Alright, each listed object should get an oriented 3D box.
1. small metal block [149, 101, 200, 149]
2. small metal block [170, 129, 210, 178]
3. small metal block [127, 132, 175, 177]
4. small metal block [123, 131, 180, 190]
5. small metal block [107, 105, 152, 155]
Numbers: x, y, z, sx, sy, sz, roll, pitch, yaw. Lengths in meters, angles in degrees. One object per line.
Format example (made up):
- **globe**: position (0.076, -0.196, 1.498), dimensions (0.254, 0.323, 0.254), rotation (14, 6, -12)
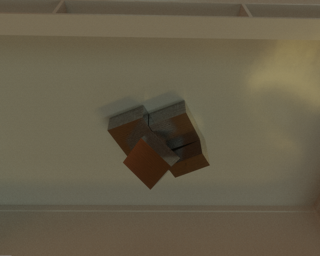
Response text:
- **small metal block**: position (0.019, -0.002, 0.406), dimensions (0.050, 0.025, 0.050), rotation (-20, 128, 15)
- **small metal block**: position (0.036, 0.033, 0.419), dimensions (0.050, 0.050, 0.025), rotation (-23, 127, 17)
- **small metal block**: position (-0.012, 0.039, 0.440), dimensions (0.050, 0.025, 0.050), rotation (-20, 128, 15)
- **small metal block**: position (-0.011, 0.041, 0.393), dimensions (0.050, 0.025, 0.050), rotation (43, 124, 9)
- **small metal block**: position (-0.033, 0.004, 0.410), dimensions (0.050, 0.025, 0.050), rotation (-20, 128, 15)
